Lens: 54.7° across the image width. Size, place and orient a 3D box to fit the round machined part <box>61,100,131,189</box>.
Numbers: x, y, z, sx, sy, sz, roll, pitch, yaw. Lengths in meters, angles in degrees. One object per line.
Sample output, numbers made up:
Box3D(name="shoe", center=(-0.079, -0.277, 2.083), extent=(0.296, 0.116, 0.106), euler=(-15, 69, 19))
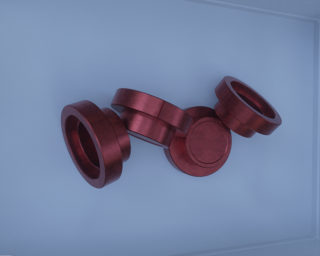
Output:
Box3D(name="round machined part", center=(-0.069, 0.015, 0.349), extent=(0.042, 0.098, 0.097), euler=(-23, 99, -34))

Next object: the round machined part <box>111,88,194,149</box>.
Box3D(name="round machined part", center=(-0.013, -0.007, 0.368), extent=(0.099, 0.098, 0.042), euler=(24, 82, -19))

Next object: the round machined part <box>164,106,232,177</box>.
Box3D(name="round machined part", center=(0.057, 0.019, 0.424), extent=(0.099, 0.042, 0.097), euler=(0, 90, -21))

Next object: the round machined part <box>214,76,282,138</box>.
Box3D(name="round machined part", center=(0.114, -0.024, 0.426), extent=(0.098, 0.098, 0.042), euler=(27, 120, -18))
